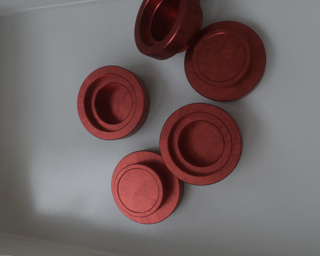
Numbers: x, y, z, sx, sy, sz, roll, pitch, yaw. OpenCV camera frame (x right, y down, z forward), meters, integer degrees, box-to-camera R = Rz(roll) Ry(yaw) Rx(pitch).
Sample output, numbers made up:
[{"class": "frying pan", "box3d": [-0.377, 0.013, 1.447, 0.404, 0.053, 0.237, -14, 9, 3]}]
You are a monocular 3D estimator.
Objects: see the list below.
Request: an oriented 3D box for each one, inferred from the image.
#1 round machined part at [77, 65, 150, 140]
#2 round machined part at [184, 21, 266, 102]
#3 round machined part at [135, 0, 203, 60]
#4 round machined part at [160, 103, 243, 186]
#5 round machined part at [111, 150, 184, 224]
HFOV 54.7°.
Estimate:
[{"class": "round machined part", "box3d": [-0.059, -0.033, 0.421, 0.098, 0.042, 0.097, 0, 90, 19]}, {"class": "round machined part", "box3d": [0.076, -0.081, 0.374, 0.098, 0.042, 0.097, 0, 90, 19]}, {"class": "round machined part", "box3d": [0.014, -0.131, 0.380, 0.098, 0.042, 0.098, -17, 68, 48]}, {"class": "round machined part", "box3d": [0.053, 0.019, 0.382, 0.098, 0.042, 0.097, 0, 90, 19]}, {"class": "round machined part", "box3d": [-0.021, 0.078, 0.408, 0.098, 0.042, 0.097, 0, 90, 19]}]
